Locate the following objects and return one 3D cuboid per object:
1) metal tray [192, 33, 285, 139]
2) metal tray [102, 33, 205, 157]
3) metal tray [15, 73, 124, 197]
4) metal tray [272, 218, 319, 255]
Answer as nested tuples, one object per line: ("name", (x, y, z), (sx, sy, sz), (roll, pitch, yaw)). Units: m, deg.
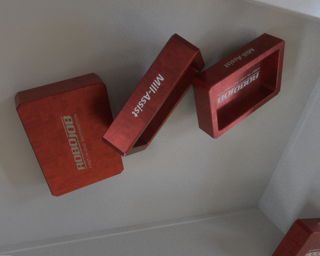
("metal tray", (0.106, -0.055, 0.408), (0.131, 0.030, 0.090), (-34, 137, -18))
("metal tray", (-0.002, -0.032, 0.345), (0.130, 0.030, 0.090), (-55, 171, 7))
("metal tray", (-0.099, 0.010, 0.358), (0.091, 0.030, 0.129), (-19, 126, -17))
("metal tray", (0.251, 0.192, 0.509), (0.131, 0.030, 0.089), (10, 114, -33))
